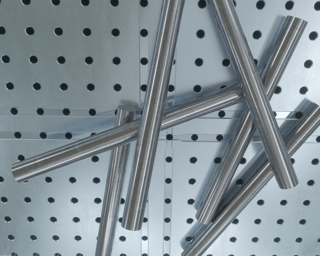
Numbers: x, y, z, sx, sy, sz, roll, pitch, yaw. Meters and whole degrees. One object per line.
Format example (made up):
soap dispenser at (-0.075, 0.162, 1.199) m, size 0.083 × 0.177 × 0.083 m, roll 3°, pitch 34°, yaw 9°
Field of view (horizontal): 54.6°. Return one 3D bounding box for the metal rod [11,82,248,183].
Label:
metal rod at (-0.034, 0.004, 0.389) m, size 0.301 × 0.025 × 0.025 m, roll -20°, pitch 109°, yaw -3°

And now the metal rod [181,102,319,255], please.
metal rod at (0.128, 0.090, 0.447) m, size 0.025 × 0.025 × 0.299 m, roll 32°, pitch 107°, yaw -11°

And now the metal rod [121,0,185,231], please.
metal rod at (-0.006, -0.028, 0.362) m, size 0.025 × 0.025 × 0.298 m, roll 11°, pitch 94°, yaw -4°

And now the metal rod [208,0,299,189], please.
metal rod at (0.105, -0.062, 0.369) m, size 0.025 × 0.025 × 0.299 m, roll -22°, pitch 101°, yaw 8°

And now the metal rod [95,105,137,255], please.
metal rod at (-0.071, 0.112, 0.453) m, size 0.025 × 0.025 × 0.298 m, roll 10°, pitch 110°, yaw -4°

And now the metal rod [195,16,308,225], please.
metal rod at (0.114, 0.003, 0.415) m, size 0.025 × 0.025 × 0.298 m, roll 18°, pitch 109°, yaw -7°
